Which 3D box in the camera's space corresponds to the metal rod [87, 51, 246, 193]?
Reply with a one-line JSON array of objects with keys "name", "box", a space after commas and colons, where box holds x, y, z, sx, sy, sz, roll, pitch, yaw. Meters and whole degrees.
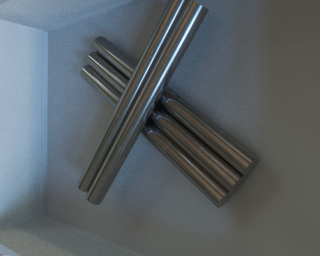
[{"name": "metal rod", "box": [-0.010, -0.025, 0.413, 0.300, 0.025, 0.025, 42, 116, 32]}]

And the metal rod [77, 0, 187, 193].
[{"name": "metal rod", "box": [-0.043, -0.031, 0.408, 0.025, 0.025, 0.298, 45, 117, 31]}]

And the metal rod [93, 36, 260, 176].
[{"name": "metal rod", "box": [0.002, -0.045, 0.404, 0.300, 0.025, 0.025, 42, 116, 31]}]

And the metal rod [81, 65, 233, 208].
[{"name": "metal rod", "box": [-0.022, -0.006, 0.423, 0.300, 0.025, 0.025, 42, 116, 32]}]

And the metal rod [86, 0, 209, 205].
[{"name": "metal rod", "box": [-0.027, -0.016, 0.395, 0.025, 0.025, 0.298, 45, 117, 31]}]
